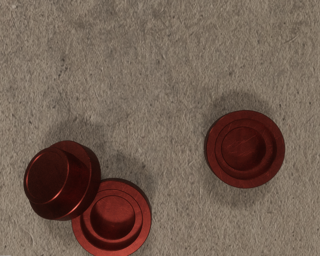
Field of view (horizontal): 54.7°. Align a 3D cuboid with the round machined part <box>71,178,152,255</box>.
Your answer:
[{"bbox_3d":[-0.060,0.113,0.401,0.099,0.042,0.097,0,90,-1],"label":"round machined part"}]

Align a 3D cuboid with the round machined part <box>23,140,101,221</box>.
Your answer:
[{"bbox_3d":[-0.125,0.061,0.377,0.098,0.042,0.098,-10,66,23],"label":"round machined part"}]

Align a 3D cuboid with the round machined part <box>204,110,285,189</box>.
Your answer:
[{"bbox_3d":[0.106,0.026,0.403,0.099,0.042,0.097,0,90,-1],"label":"round machined part"}]
